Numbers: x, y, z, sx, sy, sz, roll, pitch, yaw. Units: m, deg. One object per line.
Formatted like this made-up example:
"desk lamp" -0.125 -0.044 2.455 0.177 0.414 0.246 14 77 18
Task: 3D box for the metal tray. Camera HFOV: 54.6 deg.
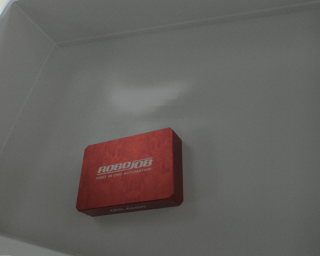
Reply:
"metal tray" -0.038 0.057 0.389 0.130 0.030 0.090 -13 56 21
